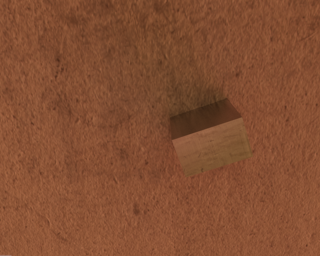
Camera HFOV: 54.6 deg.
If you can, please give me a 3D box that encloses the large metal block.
[{"bbox_3d":[0.059,0.009,0.384,0.080,0.080,0.050,-18,109,6],"label":"large metal block"}]
